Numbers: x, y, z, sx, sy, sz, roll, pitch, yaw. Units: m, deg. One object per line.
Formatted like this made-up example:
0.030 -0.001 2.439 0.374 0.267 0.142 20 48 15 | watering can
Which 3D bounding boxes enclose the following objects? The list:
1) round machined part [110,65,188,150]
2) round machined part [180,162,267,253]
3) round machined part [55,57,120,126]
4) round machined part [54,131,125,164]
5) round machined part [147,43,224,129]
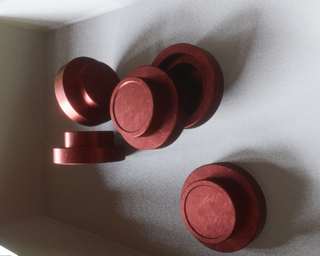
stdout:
-0.019 -0.023 0.355 0.098 0.042 0.097 0 90 39 | round machined part
0.062 0.089 0.343 0.098 0.042 0.097 0 90 39 | round machined part
-0.091 -0.054 0.432 0.042 0.099 0.097 -18 79 38 | round machined part
-0.099 0.025 0.439 0.098 0.099 0.042 -3 89 39 | round machined part
0.032 -0.047 0.368 0.098 0.042 0.097 0 90 39 | round machined part
